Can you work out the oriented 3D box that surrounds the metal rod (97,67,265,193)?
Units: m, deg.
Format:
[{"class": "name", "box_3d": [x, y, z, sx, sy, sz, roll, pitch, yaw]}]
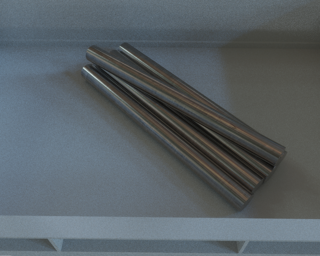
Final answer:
[{"class": "metal rod", "box_3d": [0.007, -0.018, 0.419, 0.025, 0.025, 0.300, -36, 59, -26]}]

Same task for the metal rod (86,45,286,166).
[{"class": "metal rod", "box_3d": [0.016, -0.040, 0.403, 0.300, 0.025, 0.025, 32, 57, 23]}]

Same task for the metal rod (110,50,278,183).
[{"class": "metal rod", "box_3d": [0.026, -0.030, 0.429, 0.025, 0.025, 0.300, -36, 59, -26]}]

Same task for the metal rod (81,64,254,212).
[{"class": "metal rod", "box_3d": [-0.008, -0.003, 0.406, 0.025, 0.025, 0.300, -36, 59, -26]}]

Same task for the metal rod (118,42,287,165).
[{"class": "metal rod", "box_3d": [0.043, -0.046, 0.442, 0.025, 0.025, 0.300, -36, 59, -26]}]
